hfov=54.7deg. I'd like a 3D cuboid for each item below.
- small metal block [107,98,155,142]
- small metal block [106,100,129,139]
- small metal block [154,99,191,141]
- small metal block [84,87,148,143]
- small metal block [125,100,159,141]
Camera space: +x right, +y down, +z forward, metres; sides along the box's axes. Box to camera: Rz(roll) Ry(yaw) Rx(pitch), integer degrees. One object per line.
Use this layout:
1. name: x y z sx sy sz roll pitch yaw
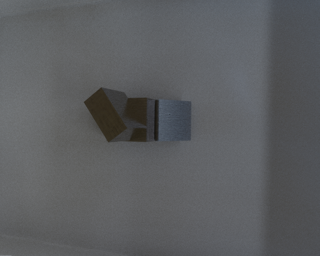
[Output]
1. small metal block: -0.034 -0.010 0.367 0.050 0.025 0.050 1 90 20
2. small metal block: -0.057 -0.011 0.412 0.025 0.050 0.050 1 90 -14
3. small metal block: 0.012 -0.009 0.389 0.025 0.050 0.050 1 90 54
4. small metal block: -0.046 -0.013 0.331 0.025 0.050 0.050 -37 78 17
5. small metal block: -0.022 -0.010 0.403 0.025 0.050 0.050 1 90 20
